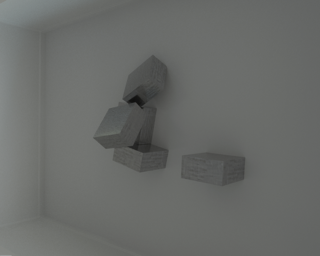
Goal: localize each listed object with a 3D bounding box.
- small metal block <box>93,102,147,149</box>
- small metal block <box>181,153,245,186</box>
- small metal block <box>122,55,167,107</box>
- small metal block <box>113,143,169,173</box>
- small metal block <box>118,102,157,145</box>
[{"bbox_3d":[-0.051,-0.002,0.398,0.050,0.025,0.050,-9,46,39],"label":"small metal block"},{"bbox_3d":[0.059,0.044,0.341,0.050,0.050,0.025,4,93,39],"label":"small metal block"},{"bbox_3d":[-0.020,-0.060,0.405,0.050,0.025,0.050,-32,35,35],"label":"small metal block"},{"bbox_3d":[-0.025,0.036,0.409,0.050,0.050,0.025,17,101,38],"label":"small metal block"},{"bbox_3d":[-0.035,-0.007,0.434,0.050,0.025,0.050,15,100,38],"label":"small metal block"}]
